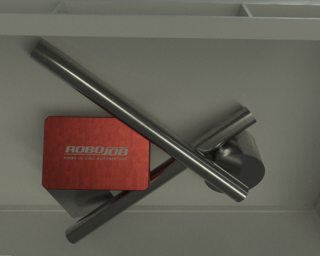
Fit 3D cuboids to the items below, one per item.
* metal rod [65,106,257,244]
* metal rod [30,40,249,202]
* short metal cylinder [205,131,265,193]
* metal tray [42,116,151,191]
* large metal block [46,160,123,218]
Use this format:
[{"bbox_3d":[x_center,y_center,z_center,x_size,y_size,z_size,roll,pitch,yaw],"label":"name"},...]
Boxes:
[{"bbox_3d":[-0.005,0.068,0.417,0.300,0.025,0.025,-35,123,9],"label":"metal rod"},{"bbox_3d":[-0.014,0.000,0.368,0.301,0.025,0.025,36,122,-12],"label":"metal rod"},{"bbox_3d":[0.099,0.047,0.431,0.081,0.050,0.079,0,130,0],"label":"short metal cylinder"},{"bbox_3d":[-0.078,0.032,0.394,0.131,0.030,0.089,1,86,0],"label":"metal tray"},{"bbox_3d":[-0.107,0.082,0.455,0.080,0.050,0.080,-15,129,12],"label":"large metal block"}]
